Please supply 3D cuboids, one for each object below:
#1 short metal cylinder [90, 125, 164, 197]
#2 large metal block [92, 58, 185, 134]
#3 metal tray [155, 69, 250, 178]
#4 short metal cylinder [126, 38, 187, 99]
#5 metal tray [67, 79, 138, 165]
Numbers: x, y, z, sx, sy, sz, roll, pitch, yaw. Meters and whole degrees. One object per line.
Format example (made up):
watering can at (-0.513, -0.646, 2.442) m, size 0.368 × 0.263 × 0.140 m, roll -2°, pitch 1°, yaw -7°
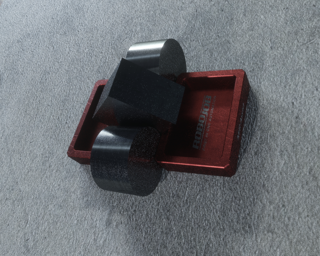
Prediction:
short metal cylinder at (-0.036, 0.037, 0.366) m, size 0.050 × 0.080 × 0.080 m, roll 2°, pitch 63°, yaw 29°
large metal block at (-0.028, -0.030, 0.377) m, size 0.080 × 0.080 × 0.050 m, roll -35°, pitch 36°, yaw 61°
metal tray at (0.054, -0.009, 0.380) m, size 0.090 × 0.030 × 0.130 m, roll 2°, pitch 62°, yaw 29°
short metal cylinder at (-0.004, -0.078, 0.420) m, size 0.050 × 0.080 × 0.080 m, roll 2°, pitch 63°, yaw 29°
metal tray at (-0.070, -0.010, 0.445) m, size 0.090 × 0.030 × 0.130 m, roll 2°, pitch 62°, yaw 29°
